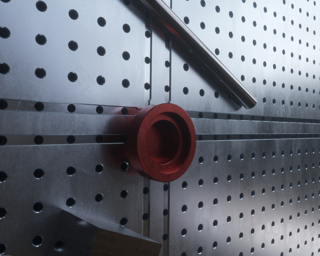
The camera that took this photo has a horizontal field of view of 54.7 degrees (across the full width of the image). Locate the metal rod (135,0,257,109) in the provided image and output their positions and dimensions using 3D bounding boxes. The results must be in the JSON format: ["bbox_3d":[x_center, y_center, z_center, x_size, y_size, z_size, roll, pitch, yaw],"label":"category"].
[{"bbox_3d":[0.057,-0.114,0.456,0.301,0.025,0.025,35,69,-35],"label":"metal rod"}]

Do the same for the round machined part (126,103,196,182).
[{"bbox_3d":[-0.002,0.018,0.396,0.099,0.042,0.097,0,90,-40],"label":"round machined part"}]

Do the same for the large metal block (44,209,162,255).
[{"bbox_3d":[-0.060,0.128,0.324,0.080,0.080,0.050,30,71,-36],"label":"large metal block"}]
